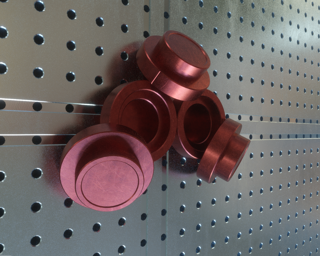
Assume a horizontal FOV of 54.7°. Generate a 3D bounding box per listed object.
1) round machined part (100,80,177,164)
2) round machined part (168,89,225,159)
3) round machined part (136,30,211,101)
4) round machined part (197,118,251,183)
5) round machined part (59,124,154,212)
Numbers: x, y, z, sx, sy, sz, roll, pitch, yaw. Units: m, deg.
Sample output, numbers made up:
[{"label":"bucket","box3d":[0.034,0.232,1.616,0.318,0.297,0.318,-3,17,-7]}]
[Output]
[{"label":"round machined part","box3d":[-0.029,-0.007,0.374,0.099,0.042,0.097,0,90,-40]},{"label":"round machined part","box3d":[0.046,-0.006,0.439,0.099,0.042,0.097,0,90,-40]},{"label":"round machined part","box3d":[0.023,-0.083,0.386,0.099,0.042,0.098,23,40,-21]},{"label":"round machined part","box3d":[0.096,0.038,0.446,0.098,0.042,0.098,-50,158,-29]},{"label":"round machined part","box3d":[-0.054,0.048,0.324,0.099,0.042,0.097,-6,116,-13]}]
